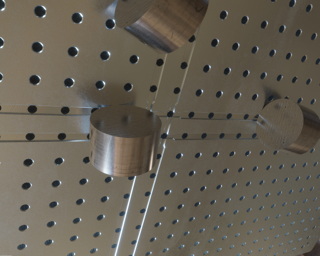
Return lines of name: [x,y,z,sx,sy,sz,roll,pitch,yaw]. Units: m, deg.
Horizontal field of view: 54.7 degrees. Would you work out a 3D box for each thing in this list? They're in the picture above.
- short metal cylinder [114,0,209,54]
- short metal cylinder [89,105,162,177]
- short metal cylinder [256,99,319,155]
short metal cylinder: [0.000,-0.120,0.301,0.050,0.080,0.080,26,104,-37]
short metal cylinder: [-0.041,0.012,0.361,0.081,0.080,0.050,-6,121,-25]
short metal cylinder: [0.199,-0.001,0.484,0.050,0.080,0.080,15,111,-35]
